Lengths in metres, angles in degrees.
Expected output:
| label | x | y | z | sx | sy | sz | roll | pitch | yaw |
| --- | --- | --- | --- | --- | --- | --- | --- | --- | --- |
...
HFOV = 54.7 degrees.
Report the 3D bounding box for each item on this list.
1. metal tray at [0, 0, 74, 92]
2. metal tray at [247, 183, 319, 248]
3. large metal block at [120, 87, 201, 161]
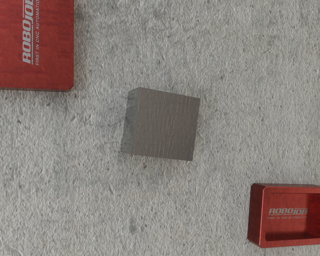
| label | x | y | z | sx | sy | sz | roll | pitch | yaw |
| --- | --- | --- | --- | --- | --- | --- | --- | --- | --- |
| metal tray | -0.146 | -0.108 | 0.352 | 0.091 | 0.030 | 0.129 | 0 | 90 | -21 |
| metal tray | 0.202 | 0.134 | 0.483 | 0.131 | 0.030 | 0.089 | 5 | 88 | -20 |
| large metal block | 0.000 | -0.003 | 0.397 | 0.081 | 0.050 | 0.080 | 8 | 87 | -20 |
